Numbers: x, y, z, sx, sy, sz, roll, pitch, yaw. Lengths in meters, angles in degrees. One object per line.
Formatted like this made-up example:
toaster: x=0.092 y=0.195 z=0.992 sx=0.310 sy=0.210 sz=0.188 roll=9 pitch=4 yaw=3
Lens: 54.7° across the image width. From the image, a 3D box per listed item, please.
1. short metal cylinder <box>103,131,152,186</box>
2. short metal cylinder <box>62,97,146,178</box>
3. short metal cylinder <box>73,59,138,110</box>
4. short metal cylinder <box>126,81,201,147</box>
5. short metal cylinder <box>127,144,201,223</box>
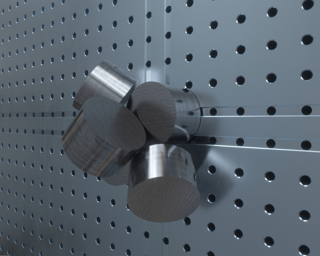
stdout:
short metal cylinder: x=-0.045 y=0.036 z=0.427 sx=0.080 sy=0.050 sz=0.079 roll=0 pitch=90 yaw=39
short metal cylinder: x=-0.064 y=0.010 z=0.357 sx=0.050 sy=0.081 sz=0.080 roll=-49 pitch=62 yaw=29
short metal cylinder: x=-0.073 y=-0.046 z=0.422 sx=0.050 sy=0.080 sz=0.080 roll=35 pitch=116 yaw=-3
short metal cylinder: x=0.003 y=-0.016 z=0.388 sx=0.080 sy=0.050 sz=0.079 roll=0 pitch=90 yaw=39
short metal cylinder: x=0.004 y=0.065 z=0.359 sx=0.080 sy=0.080 sz=0.050 roll=-48 pitch=26 yaw=29
